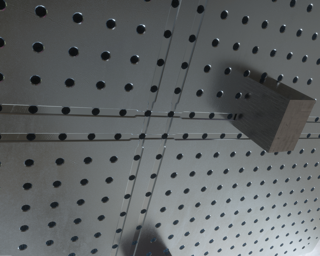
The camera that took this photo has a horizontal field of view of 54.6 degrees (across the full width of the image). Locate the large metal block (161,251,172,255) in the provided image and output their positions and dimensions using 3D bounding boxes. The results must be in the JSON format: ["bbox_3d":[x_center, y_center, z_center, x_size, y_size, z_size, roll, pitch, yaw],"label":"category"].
[{"bbox_3d":[0.007,0.285,0.555,0.080,0.080,0.050,-29,128,-10],"label":"large metal block"}]

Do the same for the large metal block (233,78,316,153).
[{"bbox_3d":[0.162,-0.020,0.450,0.050,0.080,0.079,-2,119,-28],"label":"large metal block"}]
